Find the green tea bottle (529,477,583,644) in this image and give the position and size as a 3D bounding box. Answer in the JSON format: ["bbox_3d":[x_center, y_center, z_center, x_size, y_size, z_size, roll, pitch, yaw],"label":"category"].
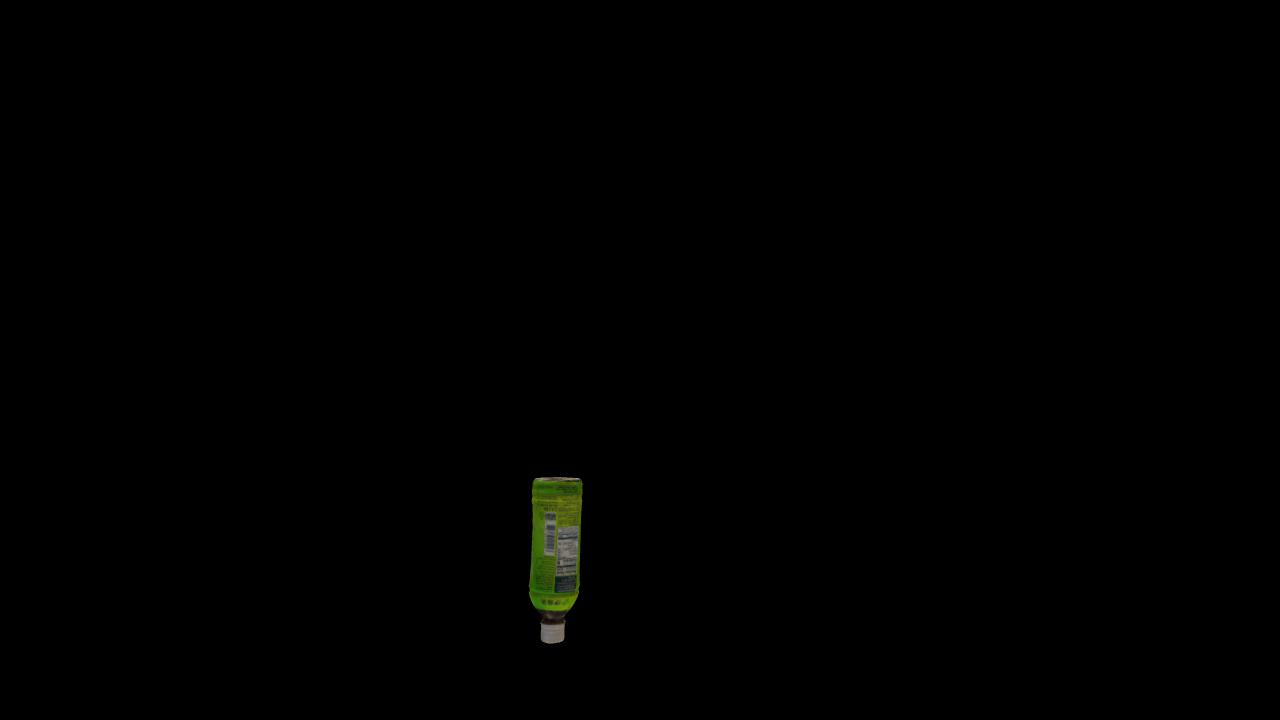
[{"bbox_3d":[-0.114,0.265,0.826,0.073,0.212,0.073,2,-11,0],"label":"green tea bottle"}]
